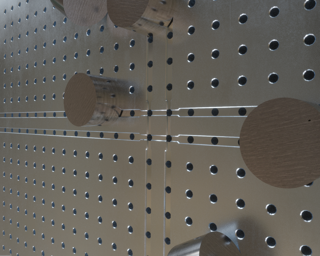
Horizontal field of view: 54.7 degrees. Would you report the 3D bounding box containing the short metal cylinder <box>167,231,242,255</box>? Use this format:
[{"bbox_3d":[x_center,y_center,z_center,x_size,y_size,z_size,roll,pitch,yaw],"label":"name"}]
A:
[{"bbox_3d":[0.051,0.158,0.332,0.050,0.081,0.080,-36,68,34],"label":"short metal cylinder"}]

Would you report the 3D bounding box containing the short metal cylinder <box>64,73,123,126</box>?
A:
[{"bbox_3d":[-0.104,-0.042,0.479,0.080,0.050,0.079,0,90,40],"label":"short metal cylinder"}]

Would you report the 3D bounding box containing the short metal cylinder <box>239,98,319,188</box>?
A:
[{"bbox_3d":[0.123,0.013,0.291,0.080,0.050,0.079,0,90,40],"label":"short metal cylinder"}]

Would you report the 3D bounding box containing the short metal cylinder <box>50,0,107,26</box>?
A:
[{"bbox_3d":[-0.122,-0.204,0.474,0.050,0.081,0.080,43,116,31],"label":"short metal cylinder"}]

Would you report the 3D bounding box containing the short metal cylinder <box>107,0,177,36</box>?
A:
[{"bbox_3d":[-0.025,-0.169,0.414,0.080,0.050,0.079,0,90,40],"label":"short metal cylinder"}]
